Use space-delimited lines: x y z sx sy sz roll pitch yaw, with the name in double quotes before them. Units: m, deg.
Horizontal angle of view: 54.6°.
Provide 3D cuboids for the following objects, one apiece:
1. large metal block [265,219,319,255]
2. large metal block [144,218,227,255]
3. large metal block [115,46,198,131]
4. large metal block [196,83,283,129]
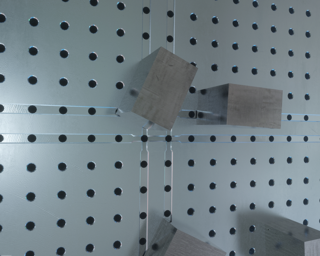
"large metal block" 0.203 0.190 0.458 0.050 0.080 0.080 -3 91 -20
"large metal block" 0.027 0.178 0.409 0.080 0.050 0.080 31 80 -18
"large metal block" -0.007 -0.044 0.380 0.050 0.080 0.080 27 81 -18
"large metal block" 0.105 -0.026 0.422 0.081 0.080 0.050 4 89 -20
